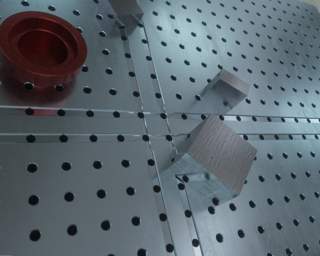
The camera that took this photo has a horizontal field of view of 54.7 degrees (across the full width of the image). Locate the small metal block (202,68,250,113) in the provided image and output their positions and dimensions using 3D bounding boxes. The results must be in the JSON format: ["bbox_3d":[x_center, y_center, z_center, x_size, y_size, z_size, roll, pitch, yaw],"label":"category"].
[{"bbox_3d":[0.103,-0.058,0.485,0.050,0.050,0.025,29,52,-10],"label":"small metal block"}]

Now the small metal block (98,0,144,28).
[{"bbox_3d":[-0.062,-0.190,0.492,0.050,0.025,0.050,-20,73,-36],"label":"small metal block"}]

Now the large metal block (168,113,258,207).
[{"bbox_3d":[0.070,0.041,0.407,0.080,0.050,0.080,39,51,-2],"label":"large metal block"}]

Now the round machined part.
[{"bbox_3d":[-0.142,-0.090,0.376,0.099,0.042,0.098,14,56,-21],"label":"round machined part"}]
